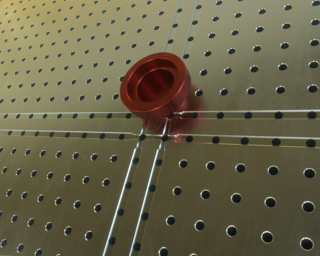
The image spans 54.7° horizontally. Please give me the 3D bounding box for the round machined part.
[{"bbox_3d":[-0.003,-0.054,0.430,0.098,0.042,0.098,-13,56,20],"label":"round machined part"}]
